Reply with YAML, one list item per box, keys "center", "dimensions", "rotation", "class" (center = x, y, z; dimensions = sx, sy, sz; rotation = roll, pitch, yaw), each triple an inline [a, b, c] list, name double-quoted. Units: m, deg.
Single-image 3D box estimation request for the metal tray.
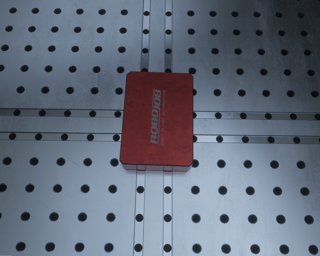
- center: [-0.002, -0.010, 0.412]
  dimensions: [0.091, 0.030, 0.130]
  rotation: [2, 70, 0]
  class: "metal tray"
